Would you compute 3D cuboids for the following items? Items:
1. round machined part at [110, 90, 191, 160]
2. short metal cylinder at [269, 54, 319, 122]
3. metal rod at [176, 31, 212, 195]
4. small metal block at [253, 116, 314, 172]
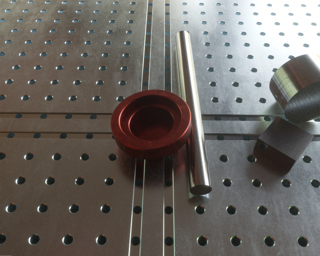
[{"bbox_3d":[-0.009,0.000,0.392,0.099,0.042,0.098,-3,50,4],"label":"round machined part"},{"bbox_3d":[0.197,-0.053,0.419,0.081,0.080,0.050,-8,51,-7],"label":"short metal cylinder"},{"bbox_3d":[0.043,-0.045,0.445,0.025,0.025,0.300,-1,50,-1],"label":"metal rod"},{"bbox_3d":[0.157,0.019,0.394,0.050,0.025,0.050,35,58,25],"label":"small metal block"}]
